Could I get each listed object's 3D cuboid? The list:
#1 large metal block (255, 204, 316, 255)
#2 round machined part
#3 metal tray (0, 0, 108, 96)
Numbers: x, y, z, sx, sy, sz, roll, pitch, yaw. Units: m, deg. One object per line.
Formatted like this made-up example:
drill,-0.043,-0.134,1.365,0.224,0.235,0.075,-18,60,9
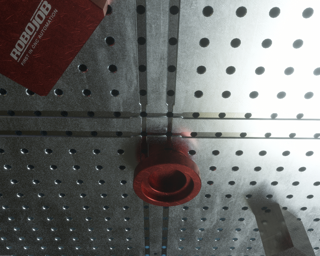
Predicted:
large metal block,0.220,0.193,0.542,0.080,0.080,0.050,37,121,-27
round machined part,0.010,0.071,0.461,0.099,0.042,0.097,0,130,0
metal tray,-0.127,-0.103,0.319,0.090,0.030,0.129,32,123,-25
